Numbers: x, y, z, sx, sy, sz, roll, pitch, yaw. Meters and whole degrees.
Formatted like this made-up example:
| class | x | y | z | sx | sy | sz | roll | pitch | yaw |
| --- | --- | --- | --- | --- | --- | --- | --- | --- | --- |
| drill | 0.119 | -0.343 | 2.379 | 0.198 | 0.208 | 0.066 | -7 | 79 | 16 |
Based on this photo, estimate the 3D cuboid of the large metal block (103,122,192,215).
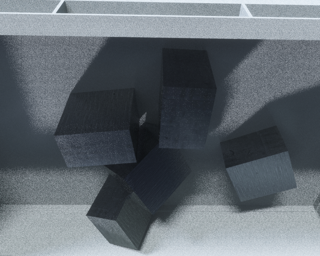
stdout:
| class | x | y | z | sx | sy | sz | roll | pitch | yaw |
| --- | --- | --- | --- | --- | --- | --- | --- | --- | --- |
| large metal block | -0.014 | 0.053 | 0.410 | 0.080 | 0.050 | 0.080 | -46 | 129 | -20 |

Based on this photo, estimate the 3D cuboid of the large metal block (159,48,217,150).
| class | x | y | z | sx | sy | sz | roll | pitch | yaw |
| --- | --- | --- | --- | --- | --- | --- | --- | --- | --- |
| large metal block | 0.026 | -0.033 | 0.345 | 0.050 | 0.080 | 0.079 | 2 | 130 | -3 |

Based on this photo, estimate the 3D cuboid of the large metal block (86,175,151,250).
| class | x | y | z | sx | sy | sz | roll | pitch | yaw |
| --- | --- | --- | --- | --- | --- | --- | --- | --- | --- |
| large metal block | -0.054 | 0.123 | 0.469 | 0.050 | 0.080 | 0.080 | 1 | 134 | 27 |

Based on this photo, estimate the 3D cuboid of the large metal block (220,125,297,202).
| class | x | y | z | sx | sy | sz | roll | pitch | yaw |
| --- | --- | --- | --- | --- | --- | --- | --- | --- | --- |
| large metal block | 0.139 | 0.052 | 0.440 | 0.080 | 0.050 | 0.080 | -19 | 128 | 15 |

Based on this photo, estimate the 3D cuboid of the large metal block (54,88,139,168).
| class | x | y | z | sx | sy | sz | roll | pitch | yaw |
| --- | --- | --- | --- | --- | --- | --- | --- | --- | --- |
| large metal block | -0.069 | -0.002 | 0.370 | 0.080 | 0.080 | 0.050 | -5 | 130 | 3 |
